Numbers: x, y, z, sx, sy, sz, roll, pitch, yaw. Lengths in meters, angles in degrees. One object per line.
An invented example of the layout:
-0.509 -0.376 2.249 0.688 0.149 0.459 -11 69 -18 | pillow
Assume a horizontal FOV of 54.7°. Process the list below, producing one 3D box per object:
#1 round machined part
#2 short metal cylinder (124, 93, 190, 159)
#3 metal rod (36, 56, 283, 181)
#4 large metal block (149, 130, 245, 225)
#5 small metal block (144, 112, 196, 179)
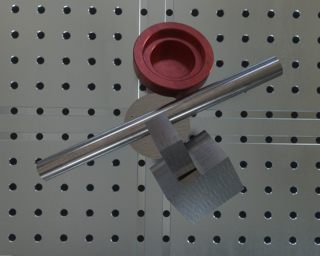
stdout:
0.015 -0.082 0.393 0.099 0.042 0.098 2 67 -6 | round machined part
-0.004 -0.003 0.400 0.081 0.050 0.079 0 90 -1 | short metal cylinder
0.000 -0.011 0.363 0.301 0.025 0.025 -24 90 -1 | metal rod
0.047 0.062 0.379 0.080 0.050 0.080 -35 135 0 | large metal block
0.011 0.019 0.340 0.025 0.050 0.050 -29 132 0 | small metal block
